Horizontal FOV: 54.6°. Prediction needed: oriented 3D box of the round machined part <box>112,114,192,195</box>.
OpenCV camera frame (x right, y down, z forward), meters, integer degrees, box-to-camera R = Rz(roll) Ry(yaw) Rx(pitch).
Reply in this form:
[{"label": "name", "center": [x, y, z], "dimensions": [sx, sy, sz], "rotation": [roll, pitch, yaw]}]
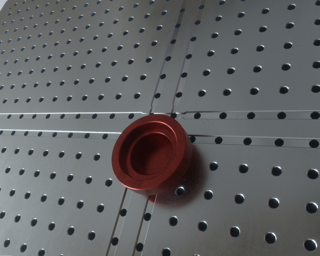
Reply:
[{"label": "round machined part", "center": [-0.006, 0.035, 0.380], "dimensions": [0.098, 0.042, 0.098], "rotation": [-13, 56, 21]}]
